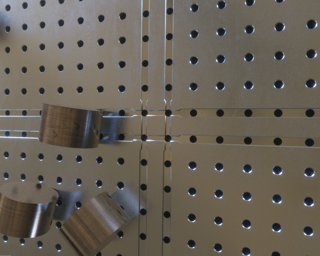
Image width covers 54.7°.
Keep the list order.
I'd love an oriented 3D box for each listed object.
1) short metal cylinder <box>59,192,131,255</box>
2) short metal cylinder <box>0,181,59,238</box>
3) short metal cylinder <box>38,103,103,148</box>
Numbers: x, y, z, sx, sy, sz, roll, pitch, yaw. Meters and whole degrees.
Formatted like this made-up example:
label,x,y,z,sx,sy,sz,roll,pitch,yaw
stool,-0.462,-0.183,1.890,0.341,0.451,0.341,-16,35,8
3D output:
label,x,y,z,sx,sy,sz,roll,pitch,yaw
short metal cylinder,-0.085,0.131,0.412,0.050,0.080,0.080,46,104,14
short metal cylinder,-0.195,0.116,0.450,0.080,0.080,0.050,17,96,19
short metal cylinder,-0.122,-0.004,0.425,0.080,0.080,0.050,10,94,19
